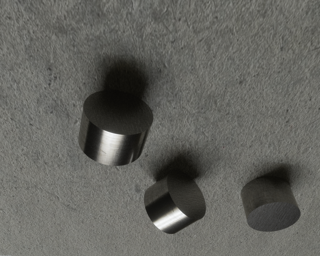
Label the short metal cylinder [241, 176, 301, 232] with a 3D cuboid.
[{"bbox_3d":[0.175,0.122,0.496,0.081,0.050,0.079,0,130,0],"label":"short metal cylinder"}]

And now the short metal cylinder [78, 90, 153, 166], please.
[{"bbox_3d":[-0.053,-0.001,0.369,0.081,0.080,0.050,12,129,-10],"label":"short metal cylinder"}]

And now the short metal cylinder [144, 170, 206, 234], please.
[{"bbox_3d":[0.023,0.110,0.465,0.080,0.080,0.050,35,122,-26],"label":"short metal cylinder"}]
